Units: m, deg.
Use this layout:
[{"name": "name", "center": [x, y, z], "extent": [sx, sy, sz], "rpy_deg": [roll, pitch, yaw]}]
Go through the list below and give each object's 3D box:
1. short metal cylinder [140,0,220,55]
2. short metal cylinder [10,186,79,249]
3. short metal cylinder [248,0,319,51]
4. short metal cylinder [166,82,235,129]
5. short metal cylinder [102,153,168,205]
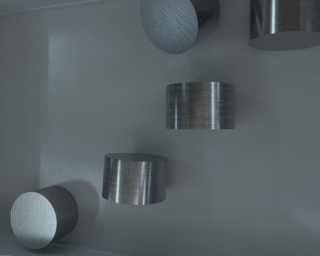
[{"name": "short metal cylinder", "center": [0.024, -0.135, 0.368], "extent": [0.080, 0.050, 0.079], "rpy_deg": [25, 137, 27]}, {"name": "short metal cylinder", "center": [-0.169, 0.129, 0.457], "extent": [0.080, 0.050, 0.080], "rpy_deg": [0, 90, 20]}, {"name": "short metal cylinder", "center": [0.137, -0.117, 0.333], "extent": [0.080, 0.080, 0.050], "rpy_deg": [1, 91, 20]}, {"name": "short metal cylinder", "center": [0.047, -0.024, 0.365], "extent": [0.080, 0.080, 0.050], "rpy_deg": [0, 90, 20]}, {"name": "short metal cylinder", "center": [-0.031, 0.061, 0.392], "extent": [0.080, 0.080, 0.050], "rpy_deg": [4, 92, 20]}]
